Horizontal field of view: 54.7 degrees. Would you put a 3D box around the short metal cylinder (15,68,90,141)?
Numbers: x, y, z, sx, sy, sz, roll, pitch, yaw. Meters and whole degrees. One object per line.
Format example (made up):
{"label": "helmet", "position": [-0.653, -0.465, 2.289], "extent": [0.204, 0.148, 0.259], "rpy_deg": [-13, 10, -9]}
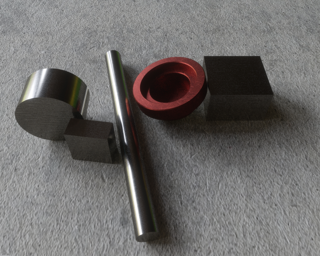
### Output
{"label": "short metal cylinder", "position": [-0.132, -0.028, 0.389], "extent": [0.081, 0.080, 0.050], "rpy_deg": [-1, 50, -1]}

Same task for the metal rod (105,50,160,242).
{"label": "metal rod", "position": [-0.044, -0.003, 0.404], "extent": [0.025, 0.025, 0.300], "rpy_deg": [-9, 51, -8]}

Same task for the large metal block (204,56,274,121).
{"label": "large metal block", "position": [0.103, -0.057, 0.436], "extent": [0.081, 0.050, 0.080], "rpy_deg": [0, 50, -1]}

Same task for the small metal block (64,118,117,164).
{"label": "small metal block", "position": [-0.082, 0.016, 0.372], "extent": [0.050, 0.050, 0.025], "rpy_deg": [6, 51, 5]}

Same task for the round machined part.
{"label": "round machined part", "position": [0.016, -0.049, 0.423], "extent": [0.098, 0.042, 0.098], "rpy_deg": [-9, 51, 12]}
